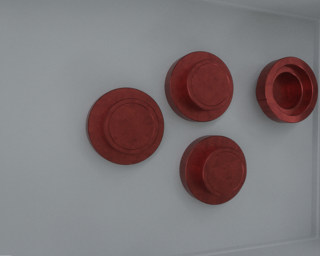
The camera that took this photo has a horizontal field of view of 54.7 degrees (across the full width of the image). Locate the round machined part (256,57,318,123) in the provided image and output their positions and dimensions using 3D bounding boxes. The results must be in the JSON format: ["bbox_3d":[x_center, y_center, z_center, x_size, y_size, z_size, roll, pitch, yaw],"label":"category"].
[{"bbox_3d":[0.187,-0.056,0.473,0.099,0.042,0.097,0,90,-21],"label":"round machined part"}]

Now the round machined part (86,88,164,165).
[{"bbox_3d":[-0.040,-0.002,0.388,0.099,0.042,0.097,0,90,-21],"label":"round machined part"}]

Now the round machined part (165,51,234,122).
[{"bbox_3d":[0.060,-0.057,0.425,0.099,0.042,0.097,0,90,-21],"label":"round machined part"}]

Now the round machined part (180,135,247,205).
[{"bbox_3d":[0.081,0.059,0.433,0.099,0.042,0.097,0,90,-21],"label":"round machined part"}]
